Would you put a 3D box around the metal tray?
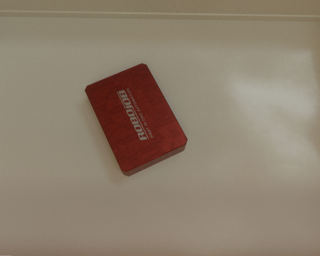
[{"bbox_3d":[-0.033,-0.013,0.411,0.091,0.030,0.130,-25,72,-9],"label":"metal tray"}]
